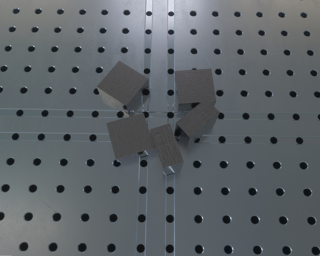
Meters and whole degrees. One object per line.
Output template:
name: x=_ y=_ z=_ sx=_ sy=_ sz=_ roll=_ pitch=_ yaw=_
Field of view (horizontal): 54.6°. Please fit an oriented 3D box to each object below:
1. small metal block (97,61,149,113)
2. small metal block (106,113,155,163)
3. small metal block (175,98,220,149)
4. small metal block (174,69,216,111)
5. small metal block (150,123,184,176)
small metal block: x=-0.051 y=-0.057 z=0.433 sx=0.050 sy=0.025 sz=0.050 roll=33 pitch=73 yaw=11
small metal block: x=-0.038 y=0.013 z=0.407 sx=0.050 sy=0.025 sz=0.050 roll=-16 pitch=71 yaw=-6
small metal block: x=0.046 y=-0.004 z=0.400 sx=0.050 sy=0.050 sz=0.025 roll=-39 pitch=75 yaw=-13
small metal block: x=0.048 y=-0.053 z=0.431 sx=0.050 sy=0.025 sz=0.050 roll=-4 pitch=70 yaw=-2
small metal block: x=0.008 y=0.029 z=0.388 sx=0.025 sy=0.050 sz=0.050 roll=-17 pitch=71 yaw=-6
